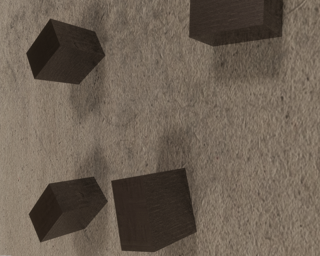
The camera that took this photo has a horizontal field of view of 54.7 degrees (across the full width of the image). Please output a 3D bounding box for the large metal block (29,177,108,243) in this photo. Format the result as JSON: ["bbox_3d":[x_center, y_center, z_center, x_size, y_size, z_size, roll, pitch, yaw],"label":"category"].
[{"bbox_3d":[-0.143,0.125,0.484,0.080,0.081,0.050,-51,61,28],"label":"large metal block"}]

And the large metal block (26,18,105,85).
[{"bbox_3d":[-0.149,-0.116,0.489,0.080,0.081,0.050,-37,68,34],"label":"large metal block"}]

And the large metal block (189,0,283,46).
[{"bbox_3d":[0.079,-0.135,0.322,0.080,0.050,0.079,3,92,39],"label":"large metal block"}]

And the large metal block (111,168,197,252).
[{"bbox_3d":[-0.006,0.095,0.372,0.050,0.081,0.080,-16,80,38],"label":"large metal block"}]
